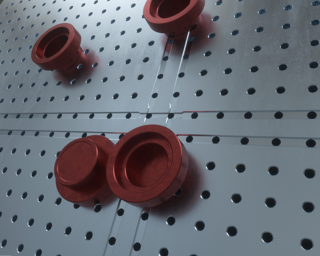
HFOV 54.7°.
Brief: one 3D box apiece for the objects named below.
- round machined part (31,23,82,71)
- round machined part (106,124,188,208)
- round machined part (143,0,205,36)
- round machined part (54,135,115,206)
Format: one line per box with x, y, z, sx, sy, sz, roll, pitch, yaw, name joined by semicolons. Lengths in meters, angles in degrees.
-0.189;-0.147;0.584;0.098;0.042;0.098;-13;56;20;round machined part
-0.012;0.048;0.373;0.098;0.042;0.098;-13;56;20;round machined part
0.026;-0.189;0.498;0.098;0.042;0.098;-13;56;20;round machined part
-0.102;0.052;0.417;0.098;0.042;0.098;-13;56;20;round machined part
